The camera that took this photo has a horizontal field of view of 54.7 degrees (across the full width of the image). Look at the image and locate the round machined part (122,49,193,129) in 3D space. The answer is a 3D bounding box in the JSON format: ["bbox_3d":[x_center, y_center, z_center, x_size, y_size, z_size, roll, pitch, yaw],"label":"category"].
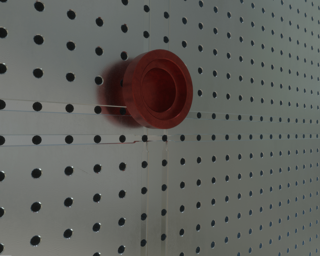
[{"bbox_3d":[-0.007,-0.047,0.394,0.099,0.042,0.097,0,90,-40],"label":"round machined part"}]
